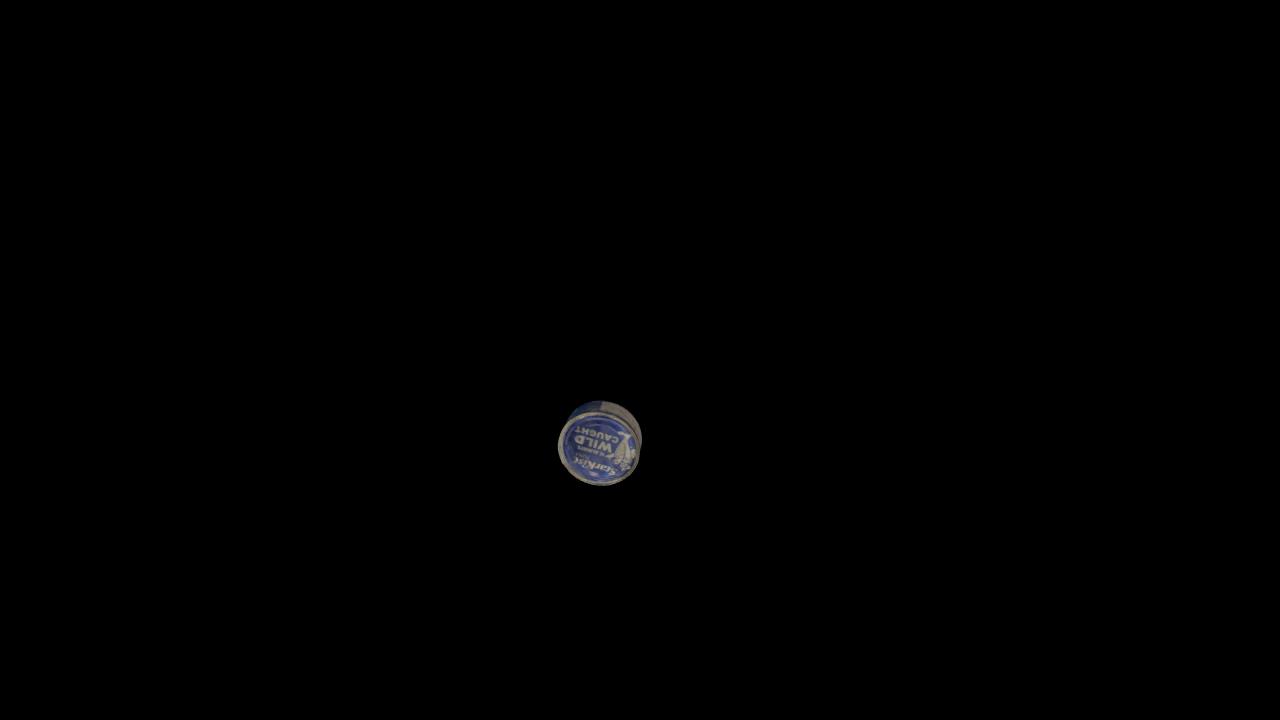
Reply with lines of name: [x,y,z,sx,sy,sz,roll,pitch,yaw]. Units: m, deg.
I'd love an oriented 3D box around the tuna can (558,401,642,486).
tuna can: [-0.040,0.085,0.633,0.084,0.084,0.034,0,20,6]
